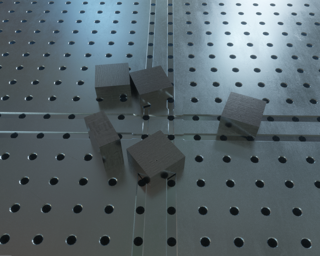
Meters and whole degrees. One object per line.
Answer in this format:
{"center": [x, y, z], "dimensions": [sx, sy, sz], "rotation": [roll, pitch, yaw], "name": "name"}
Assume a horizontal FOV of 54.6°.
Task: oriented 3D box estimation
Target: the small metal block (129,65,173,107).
{"center": [-0.014, -0.063, 0.461], "dimensions": [0.050, 0.025, 0.050], "rotation": [-16, 52, -13], "name": "small metal block"}

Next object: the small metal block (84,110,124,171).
{"center": [-0.068, 0.016, 0.378], "dimensions": [0.025, 0.050, 0.050], "rotation": [-23, 54, -18], "name": "small metal block"}

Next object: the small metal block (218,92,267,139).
{"center": [0.113, -0.018, 0.424], "dimensions": [0.050, 0.025, 0.050], "rotation": [18, 52, 14], "name": "small metal block"}

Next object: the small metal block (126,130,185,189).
{"center": [-0.005, 0.037, 0.377], "dimensions": [0.050, 0.025, 0.050], "rotation": [-29, 56, -22], "name": "small metal block"}

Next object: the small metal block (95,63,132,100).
{"center": [-0.071, -0.071, 0.467], "dimensions": [0.050, 0.025, 0.050], "rotation": [-5, 50, -4], "name": "small metal block"}
